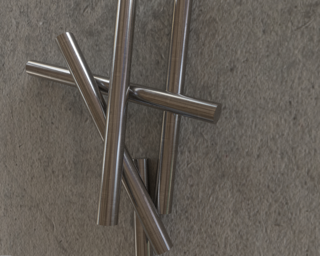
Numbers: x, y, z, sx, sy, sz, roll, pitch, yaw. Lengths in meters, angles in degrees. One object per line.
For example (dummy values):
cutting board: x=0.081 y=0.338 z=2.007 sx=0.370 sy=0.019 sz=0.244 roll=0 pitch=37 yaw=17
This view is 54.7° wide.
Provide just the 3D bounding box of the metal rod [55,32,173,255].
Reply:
metal rod: x=-0.060 y=0.017 z=0.394 sx=0.025 sy=0.025 sz=0.299 roll=-27 pitch=87 yaw=18

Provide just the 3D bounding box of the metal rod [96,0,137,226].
metal rod: x=-0.050 y=-0.037 z=0.375 sx=0.025 sy=0.025 sz=0.298 roll=2 pitch=83 yaw=19

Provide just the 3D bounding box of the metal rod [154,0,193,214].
metal rod: x=0.017 y=-0.039 z=0.402 sx=0.025 sy=0.025 sz=0.298 roll=6 pitch=92 yaw=19

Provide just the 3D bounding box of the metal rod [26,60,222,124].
metal rod: x=-0.066 y=-0.054 z=0.413 sx=0.301 sy=0.025 sz=0.025 roll=16 pitch=96 yaw=25

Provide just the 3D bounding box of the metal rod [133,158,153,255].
metal rod: x=-0.021 y=0.190 z=0.415 sx=0.025 sy=0.025 sz=0.298 roll=-2 pitch=89 yaw=19
